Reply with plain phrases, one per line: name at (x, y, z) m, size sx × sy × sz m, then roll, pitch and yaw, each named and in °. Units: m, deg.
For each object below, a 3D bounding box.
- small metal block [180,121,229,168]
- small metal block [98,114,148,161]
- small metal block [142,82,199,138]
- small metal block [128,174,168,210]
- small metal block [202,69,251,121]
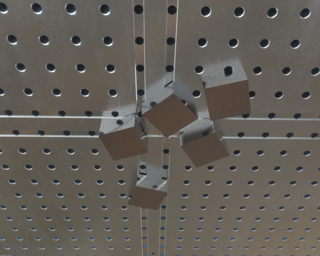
small metal block at (0.062, 0.023, 0.433) m, size 0.050 × 0.025 × 0.050 m, roll -23°, pitch 127°, yaw 18°
small metal block at (-0.049, 0.014, 0.423) m, size 0.050 × 0.025 × 0.050 m, roll -15°, pitch 129°, yaw 11°
small metal block at (0.013, -0.022, 0.393) m, size 0.050 × 0.025 × 0.050 m, roll -33°, pitch 123°, yaw 24°
small metal block at (-0.020, 0.104, 0.500) m, size 0.050 × 0.025 × 0.050 m, roll 14°, pitch 129°, yaw -13°
small metal block at (0.082, -0.040, 0.379) m, size 0.050 × 0.025 × 0.050 m, roll -11°, pitch 130°, yaw 9°
